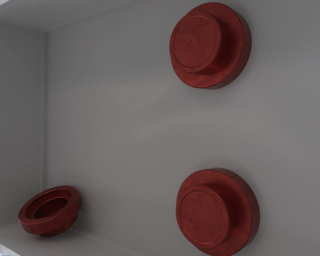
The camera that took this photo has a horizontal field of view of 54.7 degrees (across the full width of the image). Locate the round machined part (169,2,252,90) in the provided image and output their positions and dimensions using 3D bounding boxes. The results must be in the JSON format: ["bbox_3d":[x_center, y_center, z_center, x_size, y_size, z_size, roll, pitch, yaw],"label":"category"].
[{"bbox_3d":[0.050,-0.094,0.355,0.098,0.042,0.097,0,90,40],"label":"round machined part"}]

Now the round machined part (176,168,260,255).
[{"bbox_3d":[0.057,0.095,0.349,0.098,0.042,0.097,0,90,40],"label":"round machined part"}]

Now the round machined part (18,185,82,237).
[{"bbox_3d":[-0.177,0.141,0.513,0.098,0.099,0.042,5,120,40],"label":"round machined part"}]
